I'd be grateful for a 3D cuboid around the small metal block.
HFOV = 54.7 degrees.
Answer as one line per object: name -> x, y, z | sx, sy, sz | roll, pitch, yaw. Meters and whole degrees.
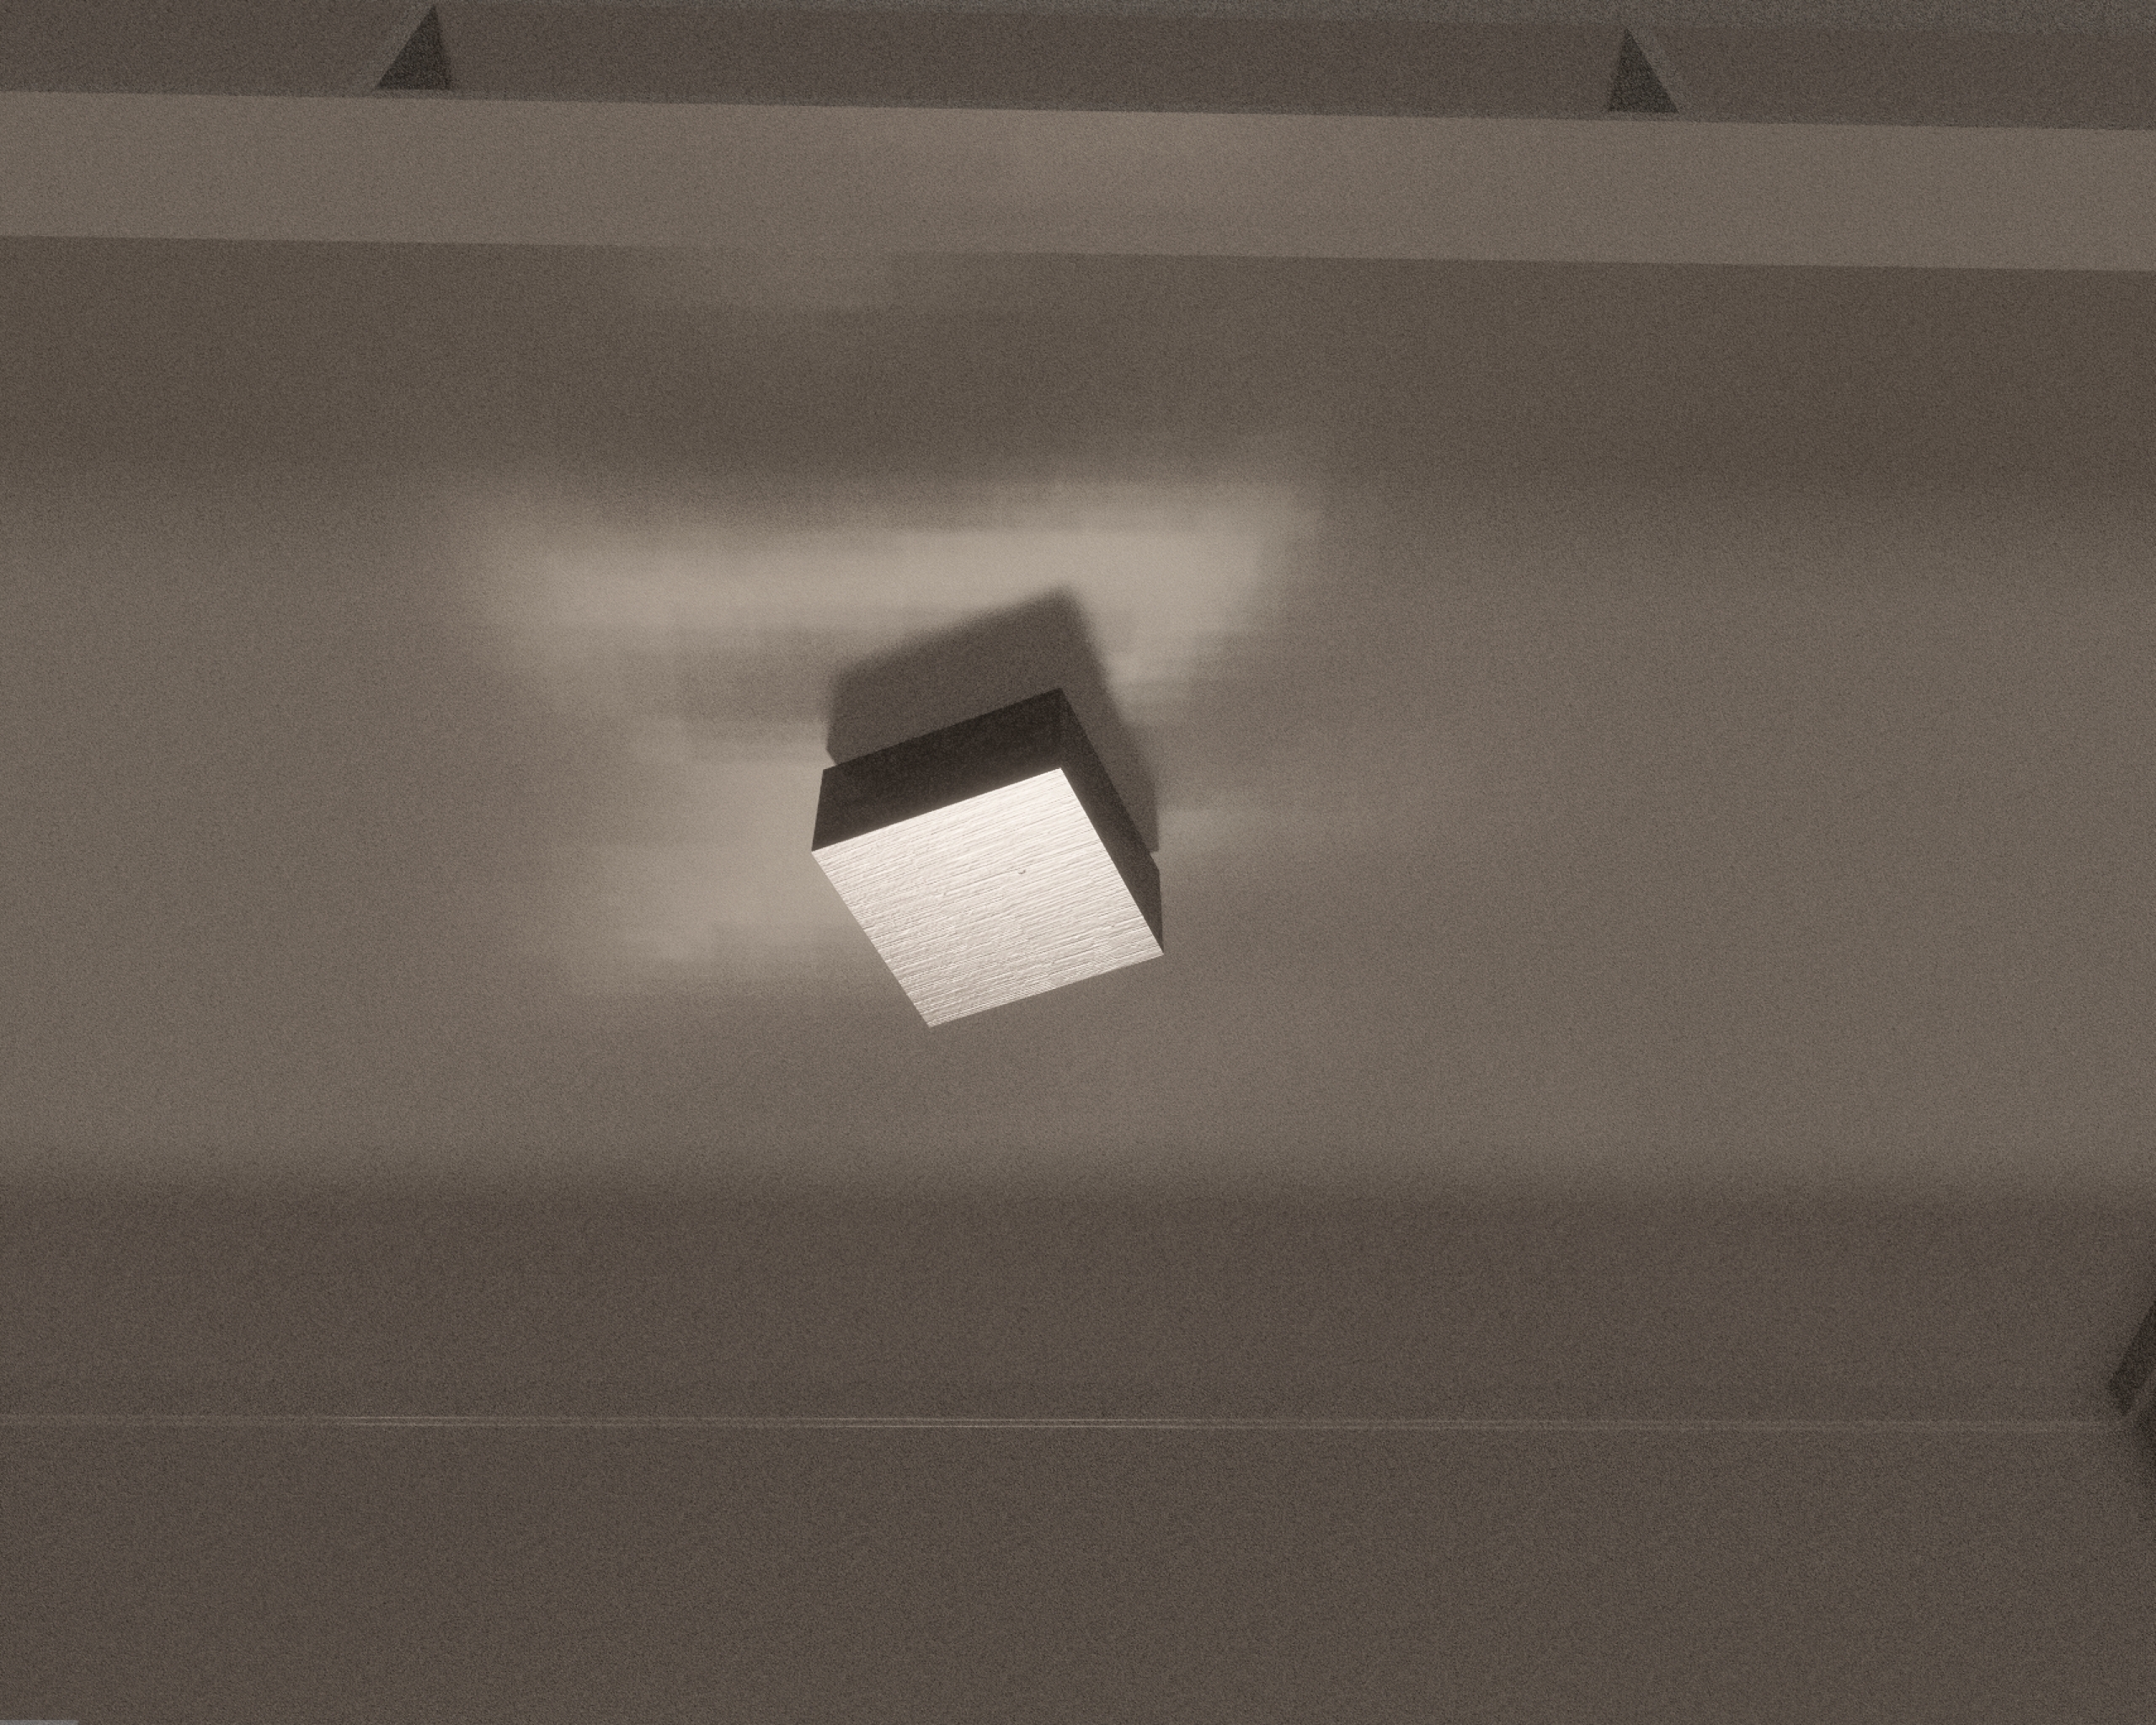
small metal block -> -0.016, 0.000, 0.404 | 0.050, 0.025, 0.050 | -18, 128, 14
